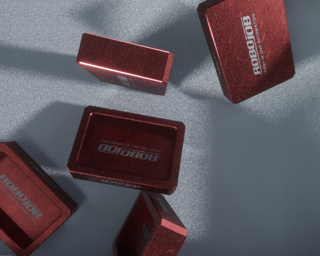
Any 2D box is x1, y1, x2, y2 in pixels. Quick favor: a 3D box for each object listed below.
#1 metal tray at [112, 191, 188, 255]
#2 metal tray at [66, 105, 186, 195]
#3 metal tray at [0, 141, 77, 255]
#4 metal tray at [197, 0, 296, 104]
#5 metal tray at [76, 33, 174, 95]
[{"bbox_3d":[-0.018,0.128,0.356,0.030,0.130,0.090,29,88,-12],"label":"metal tray"},{"bbox_3d":[-0.039,0.027,0.390,0.131,0.030,0.090,10,64,-1],"label":"metal tray"},{"bbox_3d":[-0.187,0.092,0.406,0.090,0.030,0.130,-44,91,0],"label":"metal tray"},{"bbox_3d":[0.109,-0.104,0.379,0.090,0.030,0.130,-26,122,0],"label":"metal tray"},{"bbox_3d":[-0.034,-0.067,0.358,0.091,0.130,0.030,13,90,0],"label":"metal tray"}]
